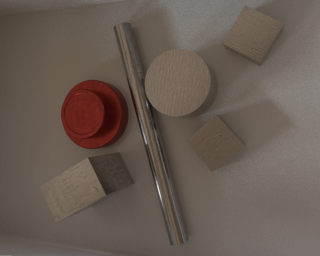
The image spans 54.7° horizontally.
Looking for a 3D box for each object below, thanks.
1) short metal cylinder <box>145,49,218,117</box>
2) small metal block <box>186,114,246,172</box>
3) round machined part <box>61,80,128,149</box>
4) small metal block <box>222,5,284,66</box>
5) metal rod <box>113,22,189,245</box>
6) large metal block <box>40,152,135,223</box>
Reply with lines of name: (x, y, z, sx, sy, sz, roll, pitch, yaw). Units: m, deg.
short metal cylinder: (0.028, -0.053, 0.387, 0.080, 0.050, 0.079, 0, 90, 19)
small metal block: (0.070, 0.019, 0.386, 0.050, 0.025, 0.050, -43, 77, 14)
round machined part: (-0.098, -0.019, 0.435, 0.098, 0.042, 0.097, 0, 90, 19)
small metal block: (0.112, -0.110, 0.371, 0.050, 0.025, 0.050, 33, 100, 16)
metal rod: (-0.013, 0.004, 0.414, 0.025, 0.025, 0.298, -17, 85, 19)
large metal block: (-0.093, 0.076, 0.413, 0.080, 0.080, 0.050, -31, 80, 17)
